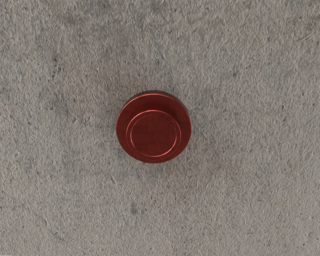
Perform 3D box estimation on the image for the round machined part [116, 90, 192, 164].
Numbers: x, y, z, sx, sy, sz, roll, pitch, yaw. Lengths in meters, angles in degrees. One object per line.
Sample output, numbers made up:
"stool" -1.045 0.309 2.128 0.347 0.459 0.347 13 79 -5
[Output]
"round machined part" -0.008 0.003 0.403 0.099 0.042 0.097 0 110 -1
